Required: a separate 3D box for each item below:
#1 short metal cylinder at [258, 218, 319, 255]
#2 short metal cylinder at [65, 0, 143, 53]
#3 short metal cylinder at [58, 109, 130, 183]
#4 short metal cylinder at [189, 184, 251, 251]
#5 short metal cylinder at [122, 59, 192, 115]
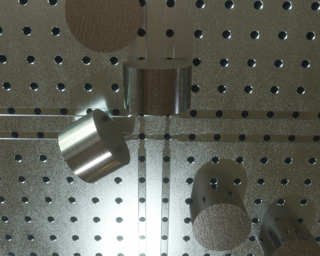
[{"bbox_3d":[0.197,0.185,0.471,0.081,0.050,0.079,0,110,-1],"label":"short metal cylinder"},{"bbox_3d":[-0.060,-0.129,0.352,0.081,0.050,0.079,0,110,-1],"label":"short metal cylinder"},{"bbox_3d":[-0.081,0.023,0.391,0.050,0.080,0.080,-30,108,10],"label":"short metal cylinder"},{"bbox_3d":[0.085,0.129,0.449,0.081,0.050,0.079,0,110,-1],"label":"short metal cylinder"},{"bbox_3d":[-0.003,-0.051,0.365,0.081,0.080,0.050,0,110,-1],"label":"short metal cylinder"}]
